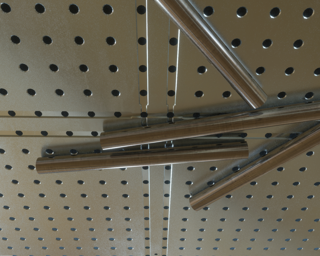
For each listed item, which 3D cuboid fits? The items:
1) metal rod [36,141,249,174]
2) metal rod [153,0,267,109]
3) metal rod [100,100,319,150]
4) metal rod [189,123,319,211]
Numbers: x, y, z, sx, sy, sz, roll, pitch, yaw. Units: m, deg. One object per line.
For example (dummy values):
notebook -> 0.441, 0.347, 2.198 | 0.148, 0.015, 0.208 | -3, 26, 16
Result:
metal rod -> -0.027, 0.043, 0.447 | 0.301, 0.025, 0.025 | -5, 130, 4
metal rod -> 0.019, -0.118, 0.311 | 0.025, 0.025, 0.301 | -35, 122, 26
metal rod -> 0.070, -0.003, 0.408 | 0.301, 0.025, 0.025 | -8, 130, 7
metal rod -> 0.164, 0.047, 0.452 | 0.299, 0.025, 0.025 | -37, 121, 27
